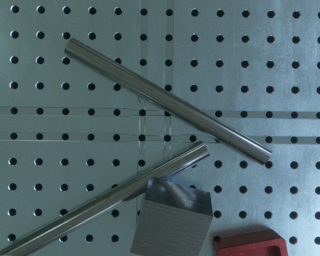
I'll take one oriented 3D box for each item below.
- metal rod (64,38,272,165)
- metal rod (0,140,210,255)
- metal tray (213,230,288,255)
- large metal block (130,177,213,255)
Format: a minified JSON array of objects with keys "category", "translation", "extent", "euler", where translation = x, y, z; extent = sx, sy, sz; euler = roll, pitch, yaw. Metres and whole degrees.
[{"category":"metal rod","translation":[0.011,-0.035,0.413],"extent":[0.301,0.025,0.025],"euler":[29,90,-1]},{"category":"metal rod","translation":[-0.071,0.099,0.412],"extent":[0.301,0.025,0.025],"euler":[-28,90,-1]},{"category":"metal tray","translation":[0.128,0.211,0.412],"extent":[0.091,0.030,0.129],"euler":[-10,90,-1]},{"category":"large metal block","translation":[0.014,0.117,0.388],"extent":[0.080,0.050,0.079],"euler":[14,112,-2]}]
